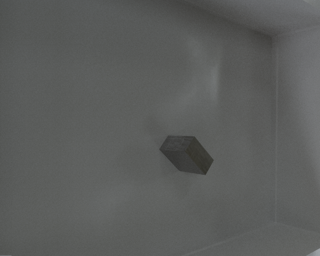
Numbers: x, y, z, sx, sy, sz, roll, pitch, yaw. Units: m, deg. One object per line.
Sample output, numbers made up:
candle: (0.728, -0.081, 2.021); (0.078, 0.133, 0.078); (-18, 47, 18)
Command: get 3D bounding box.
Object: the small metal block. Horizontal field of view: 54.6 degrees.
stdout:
small metal block: (0.036, 0.036, 0.419); (0.050, 0.050, 0.025); (49, 61, -29)
